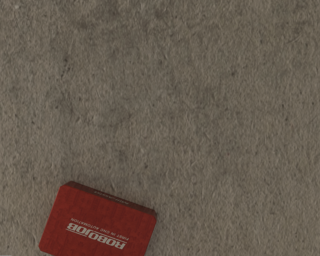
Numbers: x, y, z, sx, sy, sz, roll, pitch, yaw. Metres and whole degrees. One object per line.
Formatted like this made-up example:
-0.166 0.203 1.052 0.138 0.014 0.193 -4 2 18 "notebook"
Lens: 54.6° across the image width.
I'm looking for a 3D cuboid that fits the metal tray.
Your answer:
-0.079 0.134 0.407 0.131 0.030 0.090 20 90 0 "metal tray"
